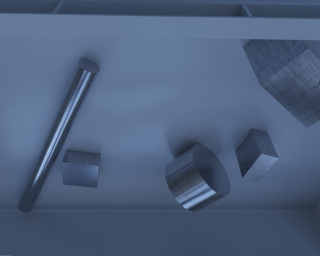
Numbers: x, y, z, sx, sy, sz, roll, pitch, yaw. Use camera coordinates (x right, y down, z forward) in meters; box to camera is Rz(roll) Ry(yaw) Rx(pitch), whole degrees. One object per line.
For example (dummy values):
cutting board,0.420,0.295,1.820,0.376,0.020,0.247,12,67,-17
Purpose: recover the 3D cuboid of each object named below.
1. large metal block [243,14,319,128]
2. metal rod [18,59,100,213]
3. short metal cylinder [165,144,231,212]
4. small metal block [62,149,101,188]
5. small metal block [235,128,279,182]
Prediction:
large metal block,0.140,-0.060,0.324,0.080,0.080,0.050,34,122,-26
metal rod,-0.152,0.030,0.432,0.025,0.025,0.298,23,126,-19
short metal cylinder,0.053,0.069,0.433,0.080,0.080,0.050,37,121,-27
small metal block,-0.116,0.061,0.460,0.050,0.025,0.050,8,130,-7
small metal block,0.132,0.037,0.427,0.025,0.050,0.050,14,129,-12
